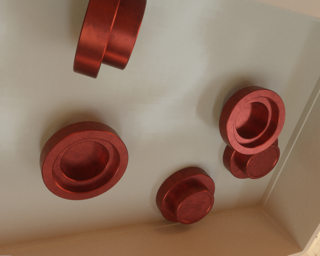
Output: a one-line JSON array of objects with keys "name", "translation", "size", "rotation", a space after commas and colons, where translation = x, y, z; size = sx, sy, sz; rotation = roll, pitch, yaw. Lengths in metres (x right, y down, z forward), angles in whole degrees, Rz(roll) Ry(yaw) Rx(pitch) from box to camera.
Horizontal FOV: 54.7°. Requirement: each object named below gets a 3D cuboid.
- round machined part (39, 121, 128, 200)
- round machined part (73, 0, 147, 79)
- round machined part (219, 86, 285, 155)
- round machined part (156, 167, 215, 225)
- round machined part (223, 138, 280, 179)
[{"name": "round machined part", "translation": [-0.091, 0.035, 0.369], "size": [0.099, 0.042, 0.097], "rotation": [-14, 124, -21]}, {"name": "round machined part", "translation": [-0.043, -0.090, 0.277], "size": [0.042, 0.098, 0.097], "rotation": [17, 111, -14]}, {"name": "round machined part", "translation": [0.129, -0.014, 0.452], "size": [0.099, 0.042, 0.097], "rotation": [-8, 112, -19]}, {"name": "round machined part", "translation": [0.047, 0.114, 0.493], "size": [0.099, 0.042, 0.097], "rotation": [-14, 124, -21]}, {"name": "round machined part", "translation": [0.157, 0.045, 0.511], "size": [0.099, 0.042, 0.097], "rotation": [-14, 124, -21]}]
